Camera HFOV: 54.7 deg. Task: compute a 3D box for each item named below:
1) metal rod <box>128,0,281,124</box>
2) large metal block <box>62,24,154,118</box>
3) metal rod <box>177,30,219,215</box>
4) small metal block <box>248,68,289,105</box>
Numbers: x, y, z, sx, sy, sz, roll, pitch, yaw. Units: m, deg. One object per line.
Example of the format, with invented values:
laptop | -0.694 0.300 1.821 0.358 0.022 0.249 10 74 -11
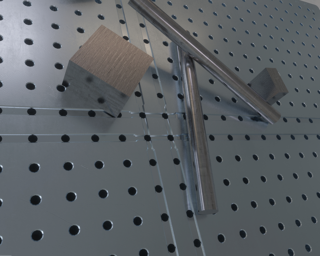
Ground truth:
metal rod | 0.078 -0.103 0.484 0.301 0.025 0.025 37 51 -15
large metal block | -0.066 -0.074 0.402 0.080 0.050 0.080 32 52 -8
metal rod | 0.049 -0.027 0.451 0.025 0.025 0.299 10 58 -23
small metal block | 0.184 -0.068 0.533 0.025 0.050 0.050 -4 64 -30
